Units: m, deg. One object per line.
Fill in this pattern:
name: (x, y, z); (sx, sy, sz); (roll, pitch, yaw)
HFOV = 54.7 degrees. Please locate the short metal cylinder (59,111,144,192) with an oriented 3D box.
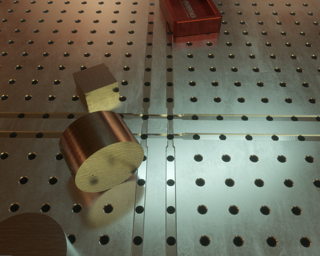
short metal cylinder: (-0.065, 0.027, 0.349); (0.081, 0.080, 0.050); (-24, 54, -19)

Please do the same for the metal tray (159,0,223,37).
metal tray: (0.055, -0.229, 0.596); (0.091, 0.030, 0.130); (-9, 51, -8)

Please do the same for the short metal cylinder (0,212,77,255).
short metal cylinder: (-0.121, 0.126, 0.285); (0.081, 0.050, 0.080); (0, 50, 0)

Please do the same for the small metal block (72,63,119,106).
small metal block: (-0.095, -0.066, 0.462); (0.050, 0.025, 0.050); (-24, 54, -19)
